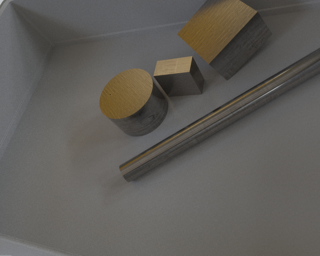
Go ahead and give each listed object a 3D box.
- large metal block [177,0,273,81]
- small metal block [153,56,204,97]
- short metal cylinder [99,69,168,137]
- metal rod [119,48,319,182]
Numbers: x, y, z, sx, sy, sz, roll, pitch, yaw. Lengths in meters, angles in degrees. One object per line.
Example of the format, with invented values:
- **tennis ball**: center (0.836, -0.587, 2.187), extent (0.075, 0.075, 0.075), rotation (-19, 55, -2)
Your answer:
- **large metal block**: center (0.083, -0.124, 0.409), extent (0.080, 0.050, 0.080), rotation (-47, 50, 15)
- **small metal block**: center (0.027, -0.067, 0.416), extent (0.050, 0.050, 0.025), rotation (-2, 61, 27)
- **short metal cylinder**: center (-0.035, -0.035, 0.428), extent (0.080, 0.050, 0.080), rotation (-13, 56, 20)
- **metal rod**: center (0.084, -0.018, 0.372), extent (0.300, 0.025, 0.025), rotation (-31, 52, 8)
